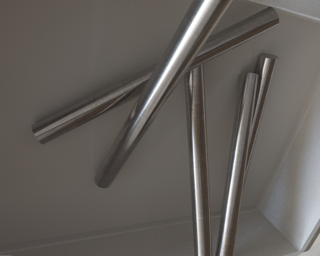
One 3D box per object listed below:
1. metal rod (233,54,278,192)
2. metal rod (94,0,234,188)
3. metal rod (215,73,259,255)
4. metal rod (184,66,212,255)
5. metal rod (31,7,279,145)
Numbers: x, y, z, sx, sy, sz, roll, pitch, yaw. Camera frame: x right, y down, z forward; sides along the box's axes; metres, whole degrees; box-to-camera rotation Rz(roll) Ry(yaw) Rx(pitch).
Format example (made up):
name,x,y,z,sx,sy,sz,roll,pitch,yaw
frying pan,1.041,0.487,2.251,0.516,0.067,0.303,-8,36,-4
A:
name,x,y,z,sx,sy,sz,roll,pitch,yaw
metal rod,0.142,0.028,0.506,0.025,0.025,0.298,-10,123,-24
metal rod,-0.014,-0.018,0.311,0.025,0.025,0.298,2,143,-30
metal rod,0.106,0.072,0.438,0.025,0.025,0.298,7,91,-32
metal rod,0.052,0.059,0.411,0.025,0.025,0.298,-10,103,-24
metal rod,-0.001,-0.062,0.353,0.301,0.025,0.025,-27,129,-5
